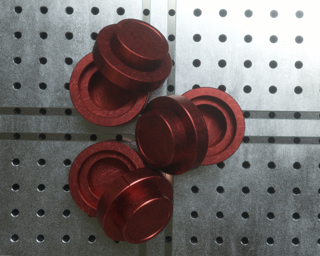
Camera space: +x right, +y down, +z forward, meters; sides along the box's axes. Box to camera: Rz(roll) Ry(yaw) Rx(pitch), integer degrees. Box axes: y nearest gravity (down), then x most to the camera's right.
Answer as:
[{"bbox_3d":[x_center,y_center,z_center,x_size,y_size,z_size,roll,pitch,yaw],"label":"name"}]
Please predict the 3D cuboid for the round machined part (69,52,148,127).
[{"bbox_3d":[-0.063,-0.050,0.403,0.099,0.042,0.097,0,90,0],"label":"round machined part"}]

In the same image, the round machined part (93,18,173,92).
[{"bbox_3d":[-0.028,-0.094,0.377,0.099,0.042,0.098,16,49,-20],"label":"round machined part"}]

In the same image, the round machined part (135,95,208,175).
[{"bbox_3d":[0.007,0.010,0.375,0.042,0.098,0.098,-14,90,-42],"label":"round machined part"}]

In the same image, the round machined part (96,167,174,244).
[{"bbox_3d":[-0.023,0.100,0.376,0.099,0.042,0.097,-20,128,-27],"label":"round machined part"}]

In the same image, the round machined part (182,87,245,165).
[{"bbox_3d":[0.057,-0.003,0.405,0.099,0.042,0.097,0,90,0],"label":"round machined part"}]

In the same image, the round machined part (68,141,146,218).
[{"bbox_3d":[-0.064,0.065,0.404,0.099,0.042,0.097,0,90,0],"label":"round machined part"}]
